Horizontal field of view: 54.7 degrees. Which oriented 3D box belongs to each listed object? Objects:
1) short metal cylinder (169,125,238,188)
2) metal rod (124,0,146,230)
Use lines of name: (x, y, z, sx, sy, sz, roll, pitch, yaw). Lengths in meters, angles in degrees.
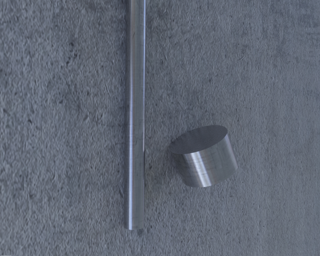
short metal cylinder: (0.059, 0.036, 0.419, 0.081, 0.080, 0.050, -34, 111, -35)
metal rod: (-0.030, -0.029, 0.379, 0.025, 0.025, 0.298, 1, 90, -40)
